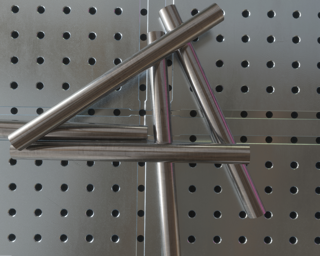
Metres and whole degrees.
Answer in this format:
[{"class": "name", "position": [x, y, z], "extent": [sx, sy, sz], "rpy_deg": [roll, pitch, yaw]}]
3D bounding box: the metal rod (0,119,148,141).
[{"class": "metal rod", "position": [-0.168, 0.003, 0.411], "extent": [0.302, 0.025, 0.025], "rpy_deg": [2, 90, -1]}]

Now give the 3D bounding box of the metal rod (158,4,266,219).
[{"class": "metal rod", "position": [0.070, -0.021, 0.414], "extent": [0.025, 0.025, 0.299], "rpy_deg": [-24, 90, 0]}]

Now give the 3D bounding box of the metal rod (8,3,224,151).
[{"class": "metal rod", "position": [-0.053, -0.064, 0.386], "extent": [0.301, 0.025, 0.025], "rpy_deg": [-33, 90, -1]}]

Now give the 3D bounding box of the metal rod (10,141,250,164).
[{"class": "metal rod", "position": [-0.043, 0.030, 0.393], "extent": [0.302, 0.025, 0.025], "rpy_deg": [0, 90, 7]}]

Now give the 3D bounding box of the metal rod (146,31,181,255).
[{"class": "metal rod", "position": [0.005, 0.023, 0.413], "extent": [0.025, 0.025, 0.298], "rpy_deg": [-4, 90, -1]}]
